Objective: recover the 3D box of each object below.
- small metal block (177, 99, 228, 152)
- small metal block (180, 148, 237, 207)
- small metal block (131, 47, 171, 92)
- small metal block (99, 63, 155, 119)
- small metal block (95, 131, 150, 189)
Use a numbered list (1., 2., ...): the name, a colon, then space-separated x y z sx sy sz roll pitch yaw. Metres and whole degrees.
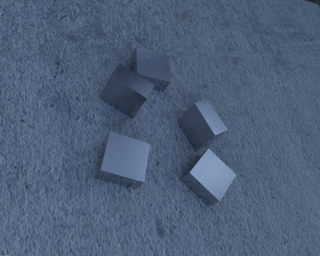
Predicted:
1. small metal block: 0.056 -0.003 0.420 0.025 0.050 0.050 -20 73 -35
2. small metal block: 0.063 0.063 0.399 0.050 0.025 0.050 44 51 2
3. small metal block: -0.014 -0.084 0.447 0.050 0.025 0.050 10 57 -23
4. small metal block: -0.042 -0.045 0.392 0.050 0.050 0.025 32 52 -8
5. small metal block: -0.042 0.038 0.358 0.050 0.025 0.050 19 54 -17
